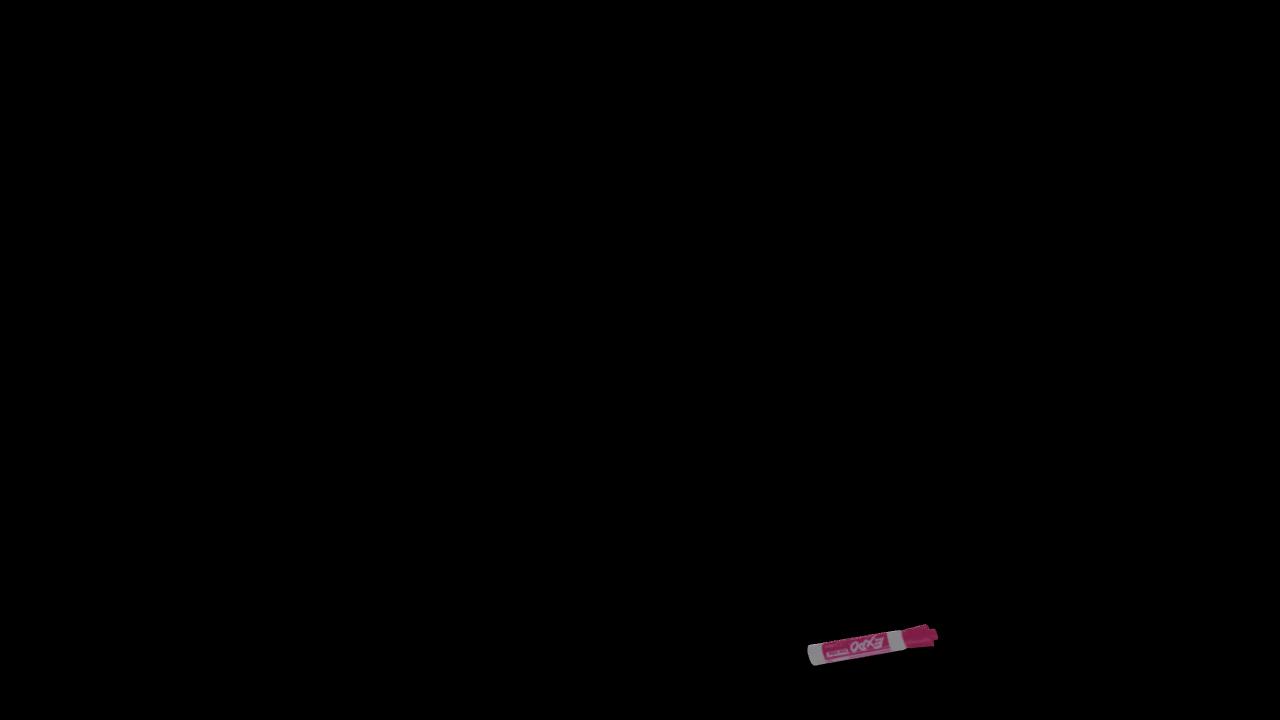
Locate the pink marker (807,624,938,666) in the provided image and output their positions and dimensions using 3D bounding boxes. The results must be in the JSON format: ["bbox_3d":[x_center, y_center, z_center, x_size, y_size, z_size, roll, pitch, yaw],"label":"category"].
[{"bbox_3d":[0.219,0.270,0.584,0.121,0.020,0.020,-25,-11,26],"label":"pink marker"}]
